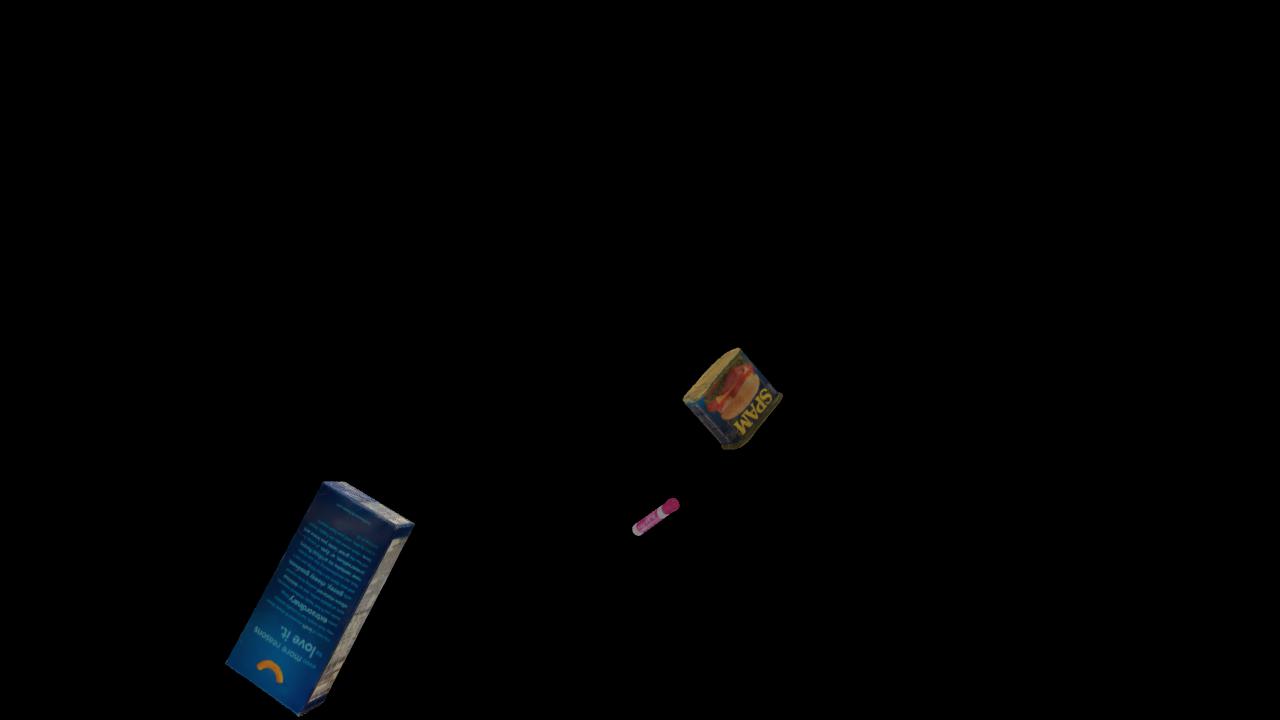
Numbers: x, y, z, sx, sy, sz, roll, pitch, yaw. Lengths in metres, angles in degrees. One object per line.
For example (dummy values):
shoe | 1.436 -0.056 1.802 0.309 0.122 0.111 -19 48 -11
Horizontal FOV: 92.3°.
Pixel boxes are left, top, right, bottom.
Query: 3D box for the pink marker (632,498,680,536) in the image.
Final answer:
pink marker | 0.023 0.230 0.902 0.020 0.020 0.121 0 -31 -32

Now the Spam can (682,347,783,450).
Spam can | 0.116 0.048 0.776 0.101 0.085 0.058 -46 10 -23

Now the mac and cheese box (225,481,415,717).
mac and cheese box | -0.298 0.218 0.579 0.093 0.184 0.041 25 -6 11
